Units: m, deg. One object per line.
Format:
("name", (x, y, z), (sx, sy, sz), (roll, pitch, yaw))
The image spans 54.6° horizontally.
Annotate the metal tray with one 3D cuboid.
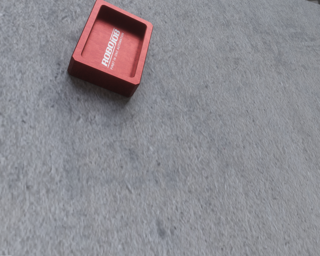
("metal tray", (-0.065, -0.114, 0.434), (0.090, 0.030, 0.130), (21, 54, -16))
